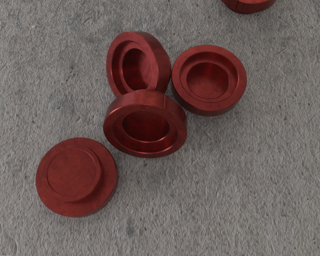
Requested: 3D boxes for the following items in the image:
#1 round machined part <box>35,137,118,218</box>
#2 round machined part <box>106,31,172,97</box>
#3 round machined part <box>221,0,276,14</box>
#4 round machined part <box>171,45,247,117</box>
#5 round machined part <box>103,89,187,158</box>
[{"bbox_3d":[-0.102,0.057,0.377,0.099,0.042,0.098,0,70,0],"label":"round machined part"},{"bbox_3d":[-0.024,-0.077,0.407,0.042,0.097,0.098,-19,67,-45],"label":"round machined part"},{"bbox_3d":[0.134,-0.217,0.479,0.099,0.042,0.098,0,70,0],"label":"round machined part"},{"bbox_3d":[0.064,-0.060,0.421,0.099,0.042,0.098,1,70,-1],"label":"round machined part"},{"bbox_3d":[-0.016,-0.009,0.376,0.099,0.097,0.042,4,48,1],"label":"round machined part"}]
